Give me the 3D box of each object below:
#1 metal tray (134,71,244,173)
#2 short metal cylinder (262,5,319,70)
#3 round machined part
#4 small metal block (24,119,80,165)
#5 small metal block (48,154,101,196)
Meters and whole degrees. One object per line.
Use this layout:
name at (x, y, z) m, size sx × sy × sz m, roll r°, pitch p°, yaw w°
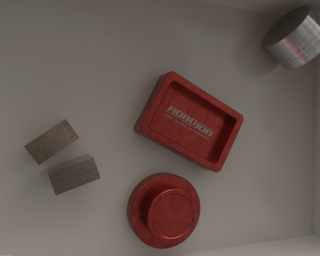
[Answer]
metal tray at (0.042, -0.006, 0.424) m, size 0.131 × 0.030 × 0.090 m, roll 29°, pitch 80°, yaw -18°
short metal cylinder at (0.200, -0.133, 0.457) m, size 0.050 × 0.080 × 0.080 m, roll 41°, pitch 77°, yaw -16°
round machined part at (0.010, 0.110, 0.406) m, size 0.099 × 0.042 × 0.097 m, roll 0°, pitch 90°, yaw -21°
small metal block at (-0.123, 0.015, 0.352) m, size 0.050 × 0.050 × 0.025 m, roll -36°, pitch 102°, yaw -17°
small metal block at (-0.101, 0.052, 0.360) m, size 0.050 × 0.050 × 0.025 m, roll -19°, pitch 97°, yaw -19°
